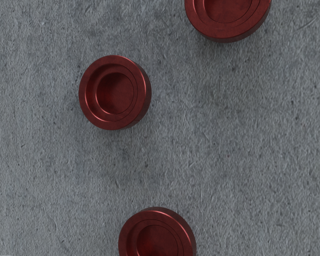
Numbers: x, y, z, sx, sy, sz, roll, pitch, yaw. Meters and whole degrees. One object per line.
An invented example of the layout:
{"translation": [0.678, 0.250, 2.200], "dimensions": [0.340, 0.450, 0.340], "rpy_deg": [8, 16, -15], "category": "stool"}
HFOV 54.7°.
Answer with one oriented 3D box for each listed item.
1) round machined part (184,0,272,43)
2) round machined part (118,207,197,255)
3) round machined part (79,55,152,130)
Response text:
{"translation": [0.082, -0.150, 0.371], "dimensions": [0.098, 0.042, 0.097], "rpy_deg": [0, 90, 20], "category": "round machined part"}
{"translation": [-0.001, 0.150, 0.400], "dimensions": [0.098, 0.042, 0.097], "rpy_deg": [0, 90, 20], "category": "round machined part"}
{"translation": [-0.056, -0.046, 0.420], "dimensions": [0.098, 0.042, 0.097], "rpy_deg": [0, 90, 20], "category": "round machined part"}
